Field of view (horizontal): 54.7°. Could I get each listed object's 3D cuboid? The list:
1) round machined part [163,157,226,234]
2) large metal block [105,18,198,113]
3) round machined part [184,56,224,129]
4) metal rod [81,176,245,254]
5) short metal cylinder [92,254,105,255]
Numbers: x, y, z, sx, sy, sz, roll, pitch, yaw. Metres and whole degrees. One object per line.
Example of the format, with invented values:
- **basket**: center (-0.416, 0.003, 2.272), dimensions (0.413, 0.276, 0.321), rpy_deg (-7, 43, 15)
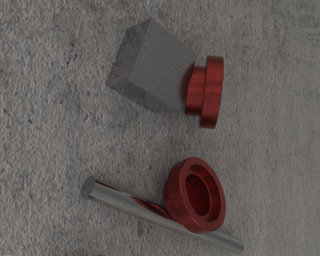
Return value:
- **round machined part**: center (0.042, 0.091, 0.414), dimensions (0.098, 0.042, 0.098), rpy_deg (30, 46, -37)
- **large metal block**: center (-0.009, -0.072, 0.381), dimensions (0.080, 0.050, 0.080), rpy_deg (28, 72, -36)
- **round machined part**: center (0.058, -0.049, 0.419), dimensions (0.098, 0.042, 0.097), rpy_deg (4, 92, -85)
- **metal rod**: center (0.025, 0.130, 0.425), dimensions (0.301, 0.025, 0.025), rpy_deg (32, 70, -35)
- **short metal cylinder**: center (-0.075, 0.174, 0.307), dimensions (0.050, 0.080, 0.079), rpy_deg (-4, 93, -40)
